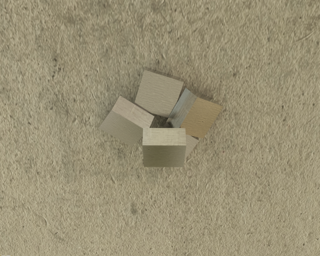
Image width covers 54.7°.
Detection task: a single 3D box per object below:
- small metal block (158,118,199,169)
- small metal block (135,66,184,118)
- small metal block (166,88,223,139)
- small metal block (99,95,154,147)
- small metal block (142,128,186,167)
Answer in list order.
[{"bbox_3d":[0.016,0.019,0.419,0.050,0.025,0.050,31,107,-11],"label":"small metal block"},{"bbox_3d":[-0.002,-0.045,0.395,0.050,0.025,0.050,16,109,-7],"label":"small metal block"},{"bbox_3d":[0.044,-0.018,0.393,0.050,0.025,0.050,14,114,-41],"label":"small metal block"},{"bbox_3d":[-0.043,-0.007,0.395,0.050,0.025,0.050,31,143,-12],"label":"small metal block"},{"bbox_3d":[0.005,0.025,0.382,0.050,0.025,0.050,0,143,-1],"label":"small metal block"}]
